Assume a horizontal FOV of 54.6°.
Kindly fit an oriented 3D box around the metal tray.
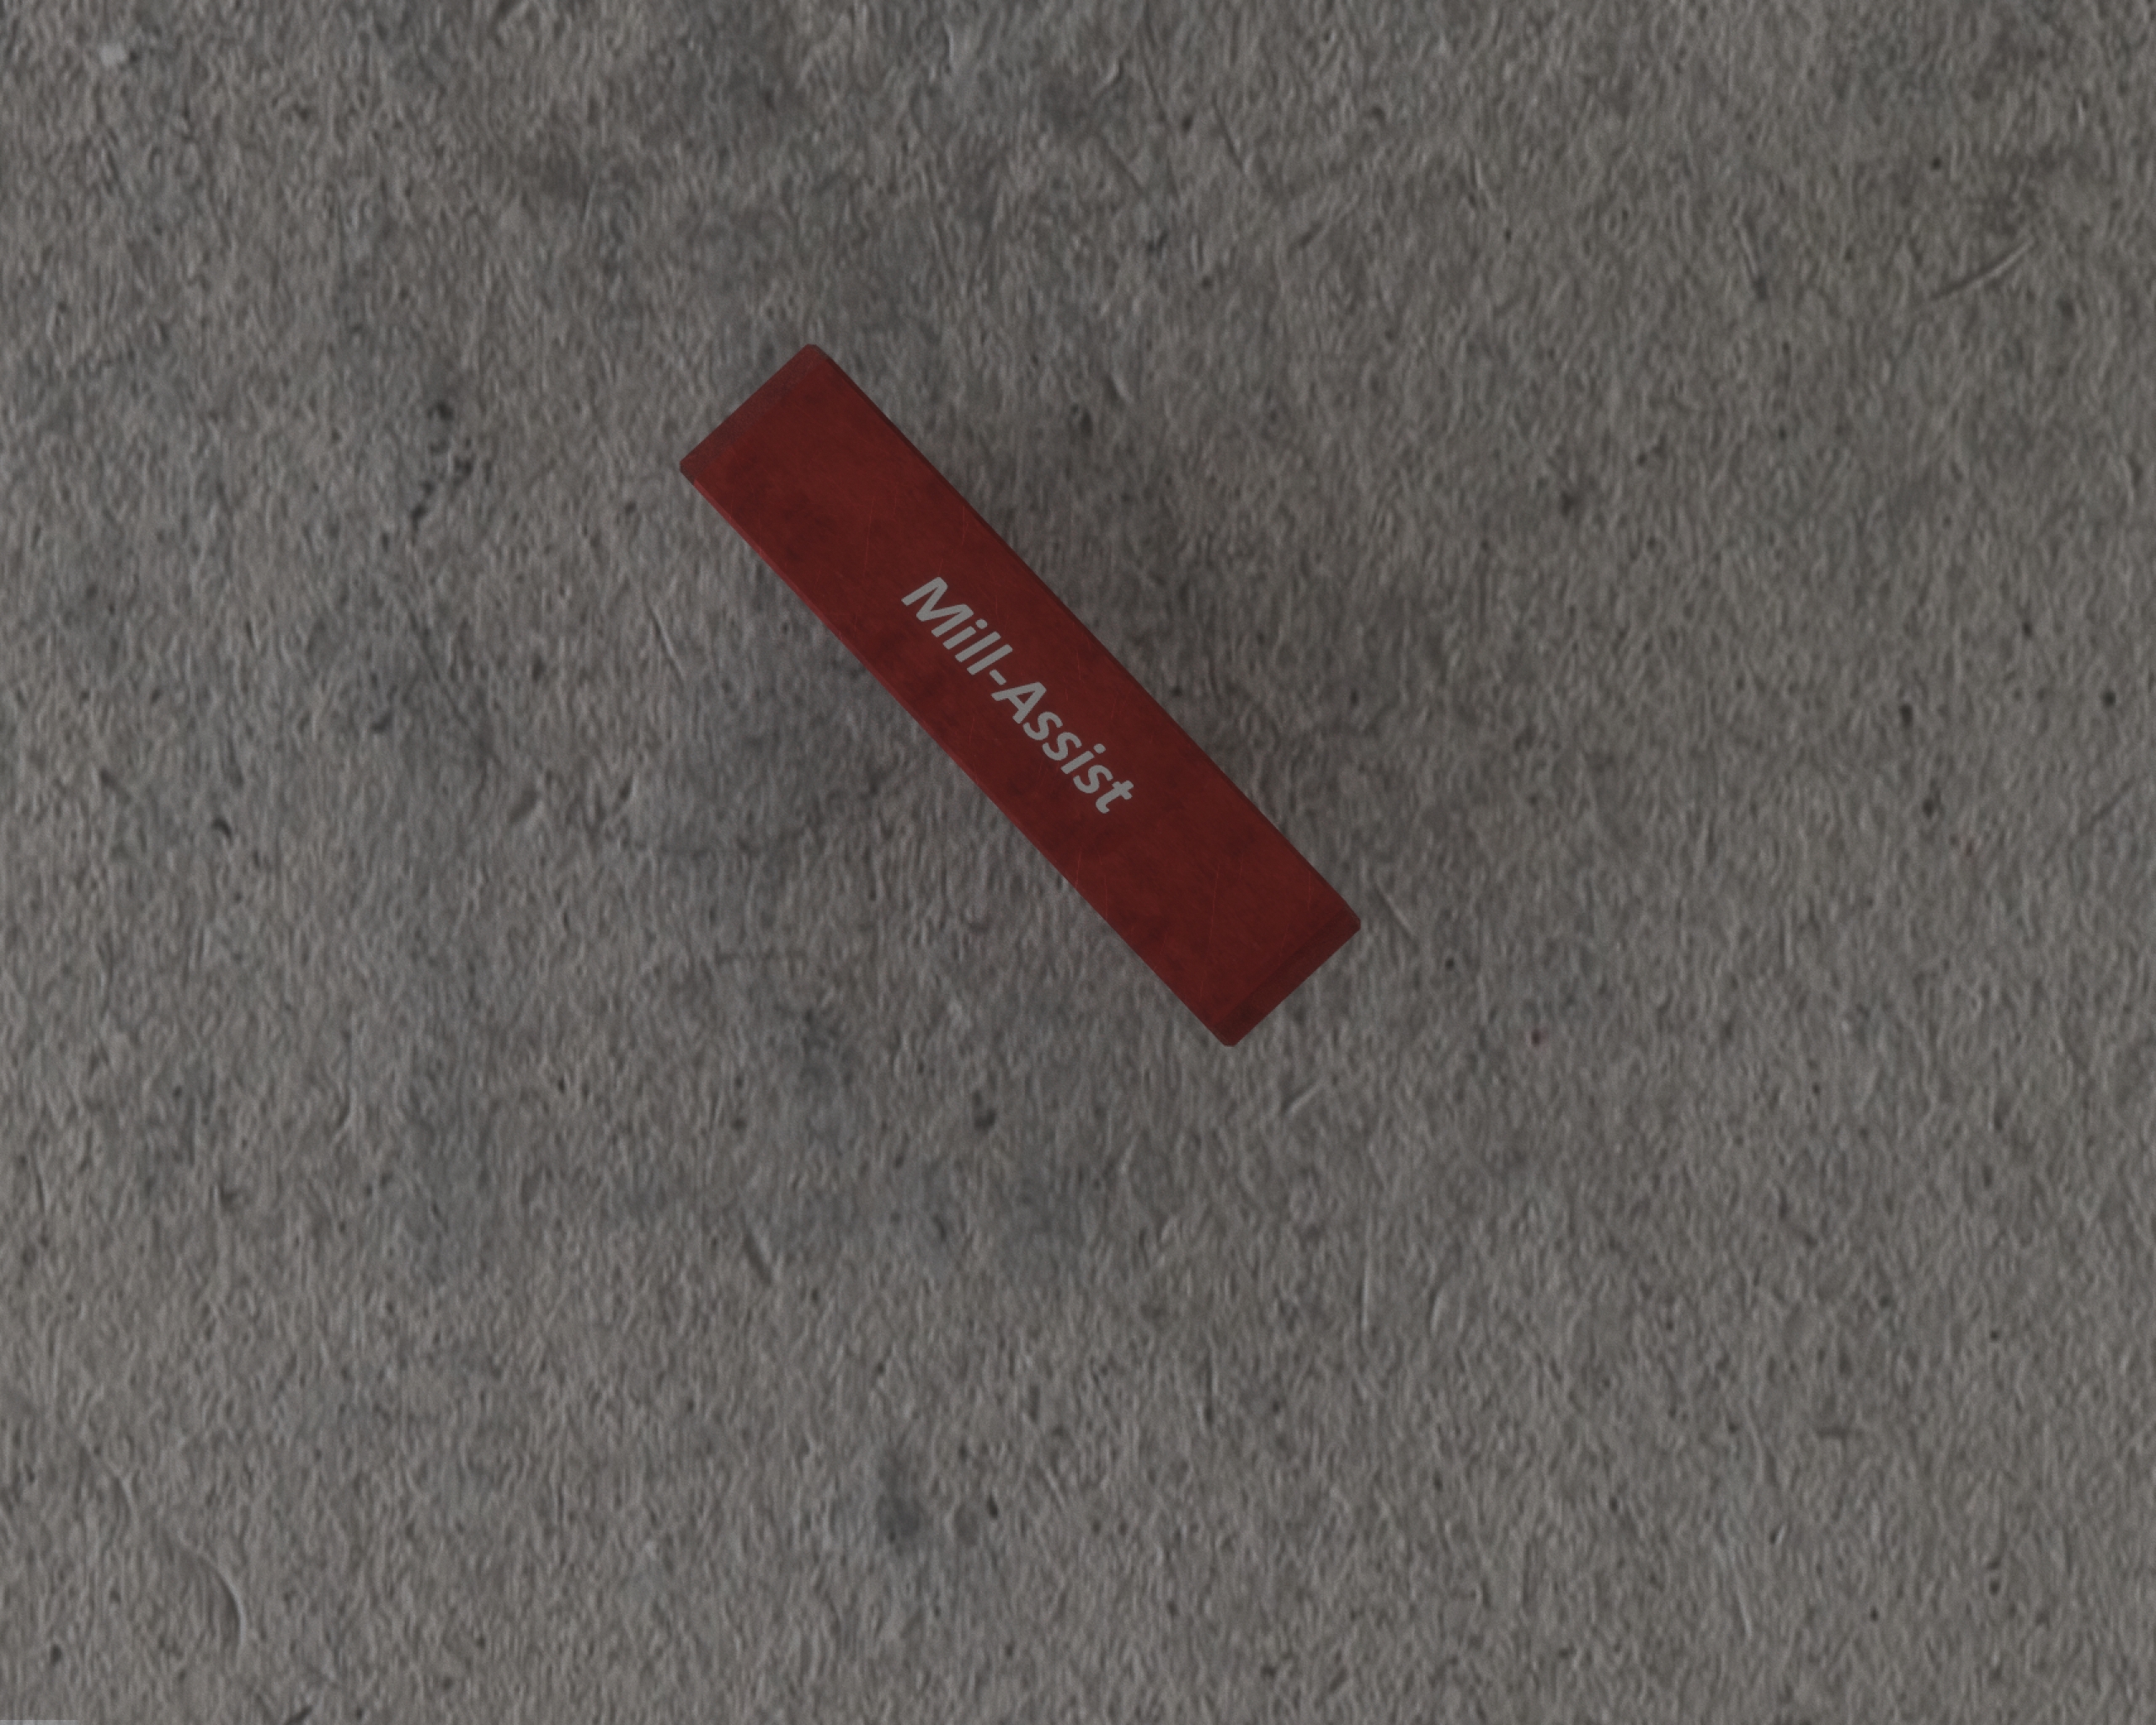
[{"bbox_3d":[-0.009,-0.027,0.377,0.030,0.090,0.130,-43,90,0],"label":"metal tray"}]
